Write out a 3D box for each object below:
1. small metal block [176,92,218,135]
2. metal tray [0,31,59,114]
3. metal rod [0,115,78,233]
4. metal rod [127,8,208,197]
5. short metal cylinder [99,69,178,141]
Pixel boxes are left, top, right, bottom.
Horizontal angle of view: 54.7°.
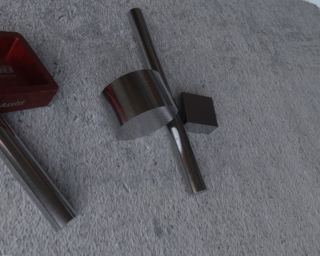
[{"bbox_3d":[0.052,-0.021,0.446,0.050,0.025,0.050,8,58,-25],"label":"small metal block"},{"bbox_3d":[-0.180,-0.057,0.309,0.090,0.030,0.131,53,32,11],"label":"metal tray"},{"bbox_3d":[-0.185,-0.021,0.317,0.025,0.025,0.300,-35,81,-38],"label":"metal rod"},{"bbox_3d":[0.004,-0.051,0.438,0.025,0.025,0.299,-4,64,-31],"label":"metal rod"},{"bbox_3d":[-0.026,-0.026,0.372,0.081,0.080,0.050,-14,69,-34],"label":"short metal cylinder"}]
